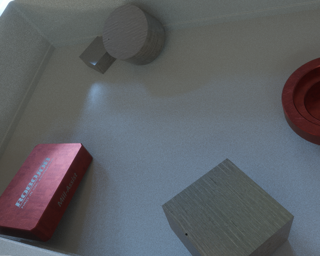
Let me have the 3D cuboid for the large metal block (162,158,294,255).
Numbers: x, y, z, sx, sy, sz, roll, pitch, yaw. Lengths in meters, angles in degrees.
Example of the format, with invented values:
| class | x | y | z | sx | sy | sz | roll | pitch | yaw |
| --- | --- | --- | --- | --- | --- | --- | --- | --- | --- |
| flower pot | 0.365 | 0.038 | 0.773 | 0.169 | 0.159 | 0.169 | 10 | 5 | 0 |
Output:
| class | x | y | z | sx | sy | sz | roll | pitch | yaw |
| --- | --- | --- | --- | --- | --- | --- | --- | --- | --- |
| large metal block | 0.061 | 0.089 | 0.289 | 0.080 | 0.050 | 0.080 | -33 | 50 | -15 |

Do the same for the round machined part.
| class | x | y | z | sx | sy | sz | roll | pitch | yaw |
| --- | --- | --- | --- | --- | --- | --- | --- | --- | --- |
| round machined part | 0.179 | -0.024 | 0.316 | 0.098 | 0.042 | 0.098 | -13 | 56 | 20 |

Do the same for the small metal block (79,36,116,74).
| class | x | y | z | sx | sy | sz | roll | pitch | yaw |
| --- | --- | --- | --- | --- | --- | --- | --- | --- | --- |
| small metal block | -0.103 | -0.127 | 0.535 | 0.050 | 0.025 | 0.050 | 31 | 79 | 37 |

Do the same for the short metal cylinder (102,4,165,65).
| class | x | y | z | sx | sy | sz | roll | pitch | yaw |
| --- | --- | --- | --- | --- | --- | --- | --- | --- | --- |
| short metal cylinder | -0.040 | -0.140 | 0.475 | 0.080 | 0.050 | 0.079 | 0 | 90 | 28 |

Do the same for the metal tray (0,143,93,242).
| class | x | y | z | sx | sy | sz | roll | pitch | yaw |
| --- | --- | --- | --- | --- | --- | --- | --- | --- | --- |
| metal tray | -0.158 | 0.079 | 0.415 | 0.090 | 0.030 | 0.130 | -2 | 46 | 26 |
